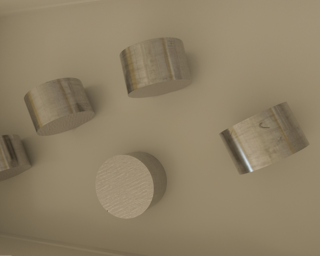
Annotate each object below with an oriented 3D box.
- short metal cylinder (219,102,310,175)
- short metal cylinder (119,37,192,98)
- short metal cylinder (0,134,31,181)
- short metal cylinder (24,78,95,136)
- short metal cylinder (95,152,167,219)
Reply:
[{"bbox_3d":[0.113,0.012,0.341,0.080,0.080,0.050,-28,81,17],"label":"short metal cylinder"},{"bbox_3d":[-0.005,-0.072,0.382,0.080,0.080,0.050,-14,86,19],"label":"short metal cylinder"},{"bbox_3d":[-0.244,0.049,0.465,0.080,0.080,0.050,-26,82,18],"label":"short metal cylinder"},{"bbox_3d":[-0.138,-0.028,0.428,0.080,0.080,0.050,-26,82,18],"label":"short metal cylinder"},{"bbox_3d":[-0.037,0.073,0.409,0.080,0.050,0.079,0,90,19],"label":"short metal cylinder"}]
